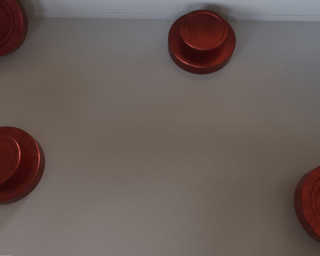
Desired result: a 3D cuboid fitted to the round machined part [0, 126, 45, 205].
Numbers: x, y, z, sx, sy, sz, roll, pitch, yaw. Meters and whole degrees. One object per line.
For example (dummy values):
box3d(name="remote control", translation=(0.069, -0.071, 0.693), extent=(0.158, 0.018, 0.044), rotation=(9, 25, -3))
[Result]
box3d(name="round machined part", translation=(-0.199, 0.043, 0.383), extent=(0.099, 0.042, 0.098), rotation=(0, 70, 0))

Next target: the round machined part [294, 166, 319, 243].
box3d(name="round machined part", translation=(0.208, 0.093, 0.368), extent=(0.099, 0.042, 0.098), rotation=(0, 70, 0))

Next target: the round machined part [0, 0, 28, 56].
box3d(name="round machined part", translation=(-0.237, -0.151, 0.438), extent=(0.099, 0.042, 0.097), rotation=(-1, 106, -2))

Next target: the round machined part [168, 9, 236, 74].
box3d(name="round machined part", translation=(0.061, -0.131, 0.449), extent=(0.099, 0.042, 0.098), rotation=(0, 70, 0))
